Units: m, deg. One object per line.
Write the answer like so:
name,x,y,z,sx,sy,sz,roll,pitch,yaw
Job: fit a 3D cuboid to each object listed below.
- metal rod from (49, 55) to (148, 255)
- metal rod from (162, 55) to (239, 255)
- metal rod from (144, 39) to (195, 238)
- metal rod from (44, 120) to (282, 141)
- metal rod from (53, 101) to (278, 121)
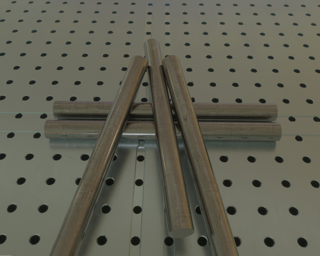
metal rod,-0.065,0.029,0.359,0.025,0.025,0.300,11,58,9
metal rod,0.043,0.030,0.359,0.025,0.025,0.299,-8,58,-7
metal rod,0.004,-0.015,0.388,0.025,0.025,0.300,-5,50,-4
metal rod,0.004,0.003,0.405,0.302,0.025,0.025,1,50,0
metal rod,0.007,-0.023,0.428,0.302,0.025,0.025,1,50,0
